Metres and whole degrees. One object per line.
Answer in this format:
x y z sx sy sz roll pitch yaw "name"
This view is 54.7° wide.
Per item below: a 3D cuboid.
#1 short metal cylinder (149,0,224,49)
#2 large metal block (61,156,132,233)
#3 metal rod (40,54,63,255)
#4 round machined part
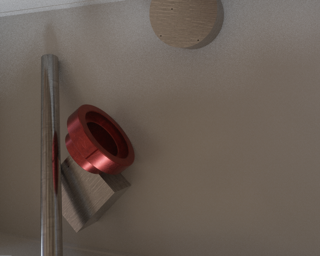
0.034 -0.138 0.377 0.080 0.050 0.079 4 103 19 "short metal cylinder"
-0.102 0.082 0.432 0.080 0.050 0.080 46 104 14 "large metal block"
-0.146 0.032 0.413 0.025 0.025 0.299 -17 67 19 "metal rod"
-0.082 0.020 0.399 0.042 0.098 0.098 -39 78 16 "round machined part"
